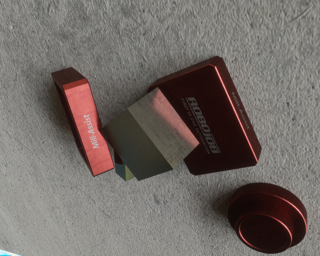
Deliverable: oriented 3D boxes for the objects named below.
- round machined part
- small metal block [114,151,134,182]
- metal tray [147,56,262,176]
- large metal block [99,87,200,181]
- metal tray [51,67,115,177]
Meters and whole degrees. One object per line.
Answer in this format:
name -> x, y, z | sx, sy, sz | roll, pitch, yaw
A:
round machined part -> 0.135, 0.122, 0.400 | 0.098, 0.042, 0.097 | 13, 124, 20
small metal block -> -0.035, 0.038, 0.427 | 0.025, 0.050, 0.050 | 31, 133, 38
metal tray -> 0.054, -0.009, 0.369 | 0.090, 0.030, 0.130 | -16, 110, 34
large metal block -> -0.015, 0.010, 0.368 | 0.080, 0.050, 0.080 | 53, 144, -5
metal tray -> -0.104, -0.010, 0.418 | 0.090, 0.030, 0.129 | 36, 144, 56
